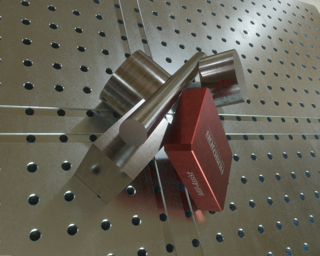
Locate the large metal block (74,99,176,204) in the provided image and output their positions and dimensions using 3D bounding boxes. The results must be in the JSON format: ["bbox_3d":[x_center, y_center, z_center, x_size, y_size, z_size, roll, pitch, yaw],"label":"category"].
[{"bbox_3d":[-0.038,0.026,0.337,0.050,0.080,0.080,43,51,1],"label":"large metal block"}]

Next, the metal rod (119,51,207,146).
[{"bbox_3d":[0.023,-0.056,0.387,0.025,0.025,0.301,40,30,-2],"label":"metal rod"}]

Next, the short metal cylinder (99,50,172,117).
[{"bbox_3d":[-0.030,-0.051,0.388,0.050,0.080,0.080,40,51,-2],"label":"short metal cylinder"}]

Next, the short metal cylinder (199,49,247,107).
[{"bbox_3d":[0.096,-0.073,0.465,0.080,0.050,0.080,40,45,-55],"label":"short metal cylinder"}]

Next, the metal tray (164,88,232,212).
[{"bbox_3d":[0.052,0.028,0.366,0.130,0.030,0.090,61,37,-41],"label":"metal tray"}]
